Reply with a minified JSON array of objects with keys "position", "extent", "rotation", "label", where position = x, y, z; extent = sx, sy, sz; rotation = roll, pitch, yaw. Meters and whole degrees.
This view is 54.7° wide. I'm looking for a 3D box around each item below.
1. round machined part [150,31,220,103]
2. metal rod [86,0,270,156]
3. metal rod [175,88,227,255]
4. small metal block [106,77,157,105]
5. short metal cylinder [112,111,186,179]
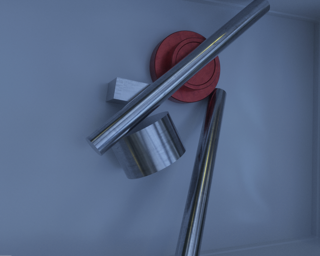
[{"position":[0.039,-0.083,0.417],"extent":[0.099,0.042,0.097],"rotation":[0,90,-20],"label":"round machined part"},{"position":[0.036,-0.075,0.375],"extent":[0.301,0.025,0.025],"rotation":[-42,104,-20],"label":"metal rod"},{"position":[0.047,0.071,0.363],"extent":[0.025,0.025,0.300],"rotation":[29,55,-18],"label":"metal rod"},{"position":[-0.036,-0.042,0.385],"extent":[0.050,0.050,0.025],"rotation":[9,87,-20],"label":"small metal block"},{"position":[-0.015,0.020,0.377],"extent":[0.081,0.080,0.050],"rotation":[-29,100,-18],"label":"short metal cylinder"}]
